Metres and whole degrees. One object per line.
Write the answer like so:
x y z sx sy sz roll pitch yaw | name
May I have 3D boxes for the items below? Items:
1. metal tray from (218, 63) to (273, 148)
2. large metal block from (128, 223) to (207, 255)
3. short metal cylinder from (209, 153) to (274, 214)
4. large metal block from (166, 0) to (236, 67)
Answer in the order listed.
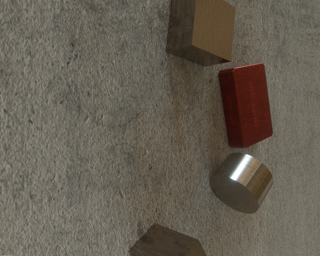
0.147 -0.039 0.525 0.091 0.030 0.129 -17 101 -39 | metal tray
0.019 0.174 0.385 0.050 0.080 0.080 -40 115 -33 | large metal block
0.124 0.084 0.472 0.050 0.080 0.080 -47 118 -30 | short metal cylinder
0.059 -0.139 0.437 0.081 0.050 0.080 9 84 -40 | large metal block
